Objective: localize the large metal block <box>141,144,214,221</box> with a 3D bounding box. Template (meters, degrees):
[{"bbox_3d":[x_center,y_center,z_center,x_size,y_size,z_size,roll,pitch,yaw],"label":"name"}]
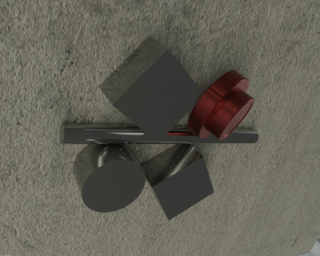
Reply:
[{"bbox_3d":[0.025,0.075,0.454,0.080,0.050,0.080,-29,129,-10],"label":"large metal block"}]

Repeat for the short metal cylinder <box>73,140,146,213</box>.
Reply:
[{"bbox_3d":[-0.065,0.060,0.395,0.081,0.050,0.079,-14,125,-21],"label":"short metal cylinder"}]

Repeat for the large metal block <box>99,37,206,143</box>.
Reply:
[{"bbox_3d":[-0.008,-0.043,0.360,0.080,0.050,0.080,-45,130,3],"label":"large metal block"}]

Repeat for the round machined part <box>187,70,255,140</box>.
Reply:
[{"bbox_3d":[0.084,-0.023,0.401,0.098,0.042,0.098,-41,159,-19],"label":"round machined part"}]

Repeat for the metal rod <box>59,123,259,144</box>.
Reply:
[{"bbox_3d":[0.019,0.010,0.428,0.303,0.025,0.025,2,118,-30],"label":"metal rod"}]
